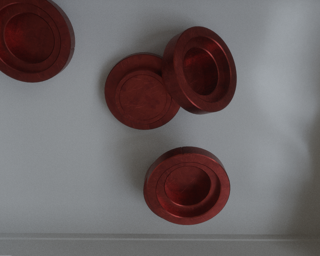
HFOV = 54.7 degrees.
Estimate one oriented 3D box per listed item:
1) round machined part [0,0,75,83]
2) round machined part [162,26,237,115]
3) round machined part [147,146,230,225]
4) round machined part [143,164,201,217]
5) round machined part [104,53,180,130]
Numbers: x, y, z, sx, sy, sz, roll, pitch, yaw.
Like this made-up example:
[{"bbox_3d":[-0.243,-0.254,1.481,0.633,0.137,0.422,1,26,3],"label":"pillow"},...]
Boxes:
[{"bbox_3d":[-0.148,-0.105,0.361,0.099,0.042,0.097,0,110,-1],"label":"round machined part"},{"bbox_3d":[0.041,-0.064,0.361,0.099,0.042,0.097,6,80,-36],"label":"round machined part"},{"bbox_3d":[0.033,0.067,0.383,0.099,0.042,0.097,0,110,0],"label":"round machined part"},{"bbox_3d":[0.027,0.078,0.431,0.099,0.042,0.097,0,110,-1],"label":"round machined part"},{"bbox_3d":[-0.020,-0.043,0.386,0.099,0.042,0.097,0,110,-1],"label":"round machined part"}]
